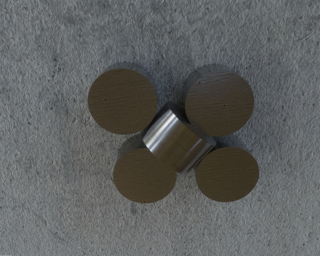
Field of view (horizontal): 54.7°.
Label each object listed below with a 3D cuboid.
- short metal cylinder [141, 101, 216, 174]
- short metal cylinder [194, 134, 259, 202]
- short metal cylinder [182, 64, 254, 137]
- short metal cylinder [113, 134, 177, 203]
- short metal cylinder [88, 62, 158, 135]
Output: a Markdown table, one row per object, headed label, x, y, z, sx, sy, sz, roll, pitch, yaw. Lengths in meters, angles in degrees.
| label | x | y | z | sx | sy | sz | roll | pitch | yaw |
| --- | --- | --- | --- | --- | --- | --- | --- | --- | --- |
| short metal cylinder | 0.023 | 0.011 | 0.386 | 0.080 | 0.080 | 0.050 | 38 | 106 | -13 |
| short metal cylinder | 0.086 | 0.052 | 0.417 | 0.081 | 0.050 | 0.079 | 0 | 110 | -1 |
| short metal cylinder | 0.069 | -0.035 | 0.384 | 0.081 | 0.050 | 0.079 | 0 | 110 | -1 |
| short metal cylinder | -0.019 | 0.053 | 0.416 | 0.081 | 0.050 | 0.079 | 0 | 110 | -1 |
| short metal cylinder | -0.043 | -0.038 | 0.382 | 0.081 | 0.050 | 0.079 | 0 | 110 | -1 |
